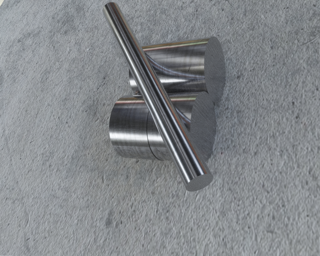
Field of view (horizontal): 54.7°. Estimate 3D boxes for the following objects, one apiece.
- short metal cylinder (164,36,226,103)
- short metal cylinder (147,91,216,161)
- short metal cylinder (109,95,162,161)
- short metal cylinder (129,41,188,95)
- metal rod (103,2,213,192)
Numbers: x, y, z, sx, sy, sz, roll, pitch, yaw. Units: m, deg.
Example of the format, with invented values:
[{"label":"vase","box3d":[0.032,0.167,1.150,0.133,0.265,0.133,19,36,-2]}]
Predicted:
[{"label":"short metal cylinder","box3d":[0.046,-0.071,0.390,0.050,0.080,0.080,1,62,29]},{"label":"short metal cylinder","box3d":[0.028,-0.001,0.357,0.050,0.080,0.080,1,62,29]},{"label":"short metal cylinder","box3d":[-0.017,-0.001,0.380,0.050,0.080,0.080,1,62,29]},{"label":"short metal cylinder","box3d":[0.002,-0.072,0.414,0.050,0.080,0.080,1,62,29]},{"label":"metal rod","box3d":[-0.018,-0.061,0.349,0.025,0.025,0.300,-32,52,8]}]
